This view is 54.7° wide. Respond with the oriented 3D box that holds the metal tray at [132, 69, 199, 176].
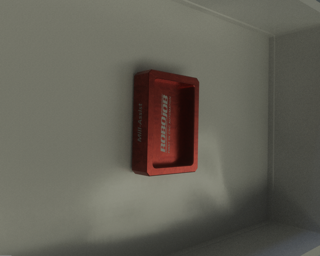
[{"bbox_3d":[0.010,-0.005,0.409,0.091,0.030,0.129,2,88,-41],"label":"metal tray"}]
